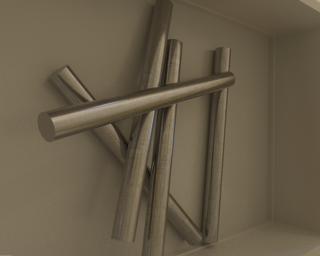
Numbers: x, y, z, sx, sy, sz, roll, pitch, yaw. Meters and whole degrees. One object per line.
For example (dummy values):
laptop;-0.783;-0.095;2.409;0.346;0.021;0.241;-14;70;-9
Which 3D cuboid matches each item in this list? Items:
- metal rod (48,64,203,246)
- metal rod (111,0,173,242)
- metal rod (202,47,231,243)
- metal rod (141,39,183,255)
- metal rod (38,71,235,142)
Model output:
metal rod;-0.027;0.051;0.385;0.025;0.025;0.299;-51;120;-28
metal rod;-0.017;-0.023;0.369;0.025;0.025;0.299;23;68;-38
metal rod;0.088;0.024;0.483;0.025;0.025;0.298;8;85;-40
metal rod;0.004;0.027;0.384;0.025;0.025;0.299;19;70;-39
metal rod;0.006;-0.037;0.357;0.302;0.025;0.025;-21;104;-47
